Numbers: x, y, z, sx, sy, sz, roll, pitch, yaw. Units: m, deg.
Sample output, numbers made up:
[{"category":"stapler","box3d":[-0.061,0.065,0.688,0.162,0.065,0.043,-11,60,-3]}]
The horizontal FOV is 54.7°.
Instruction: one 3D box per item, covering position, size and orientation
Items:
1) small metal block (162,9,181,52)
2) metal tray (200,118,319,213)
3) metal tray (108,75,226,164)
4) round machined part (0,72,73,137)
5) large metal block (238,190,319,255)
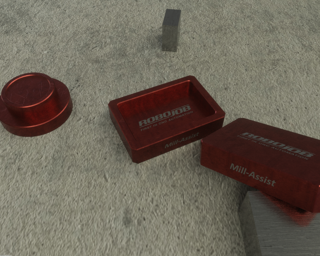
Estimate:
[{"category":"small metal block","box3d":[0.020,-0.166,0.526,0.025,0.050,0.050,6,50,5]},{"category":"metal tray","box3d":[0.120,0.031,0.333,0.130,0.030,0.091,21,32,38]},{"category":"metal tray","box3d":[0.008,-0.016,0.413,0.131,0.030,0.090,-20,53,-16]},{"category":"round machined part","box3d":[-0.174,-0.039,0.423,0.099,0.042,0.098,0,50,0]},{"category":"large metal block","box3d":[0.127,0.108,0.297,0.081,0.050,0.080,-1,50,-1]}]
